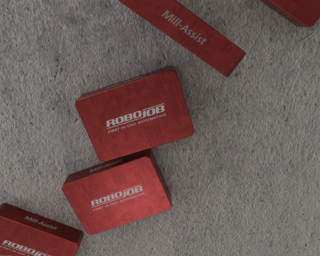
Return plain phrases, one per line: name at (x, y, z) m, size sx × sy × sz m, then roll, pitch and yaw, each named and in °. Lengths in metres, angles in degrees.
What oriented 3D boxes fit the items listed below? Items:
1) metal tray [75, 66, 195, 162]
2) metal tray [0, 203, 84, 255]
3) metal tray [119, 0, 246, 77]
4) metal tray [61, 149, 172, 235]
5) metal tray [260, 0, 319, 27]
metal tray at (-0.030, -0.017, 0.400) m, size 0.131 × 0.030 × 0.090 m, roll -17°, pitch 109°, yaw 6°
metal tray at (-0.195, 0.178, 0.471) m, size 0.131 × 0.030 × 0.089 m, roll 24°, pitch 108°, yaw -9°
metal tray at (0.023, -0.110, 0.334) m, size 0.130 × 0.090 × 0.030 m, roll 32°, pitch 107°, yaw -11°
metal tray at (-0.059, 0.091, 0.440) m, size 0.130 × 0.030 × 0.090 m, roll -20°, pitch 109°, yaw 7°
metal tray at (0.167, -0.190, 0.338) m, size 0.090 × 0.030 × 0.129 m, roll 30°, pitch 107°, yaw -11°
